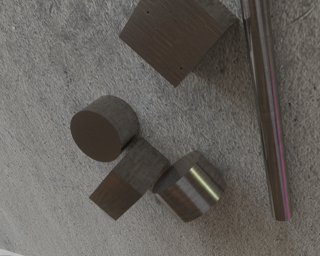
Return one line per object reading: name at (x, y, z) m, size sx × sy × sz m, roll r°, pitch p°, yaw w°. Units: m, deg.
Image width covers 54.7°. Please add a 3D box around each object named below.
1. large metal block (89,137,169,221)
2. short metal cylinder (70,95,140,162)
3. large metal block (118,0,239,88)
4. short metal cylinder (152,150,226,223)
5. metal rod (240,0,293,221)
large metal block at (-0.044, 0.072, 0.439) m, size 0.050 × 0.080 × 0.080 m, roll 41°, pitch 129°, yaw 0°
short metal cylinder at (-0.076, 0.001, 0.431) m, size 0.080 × 0.050 × 0.079 m, roll 13°, pitch 124°, yaw 21°
large metal block at (0.018, -0.103, 0.318) m, size 0.080 × 0.050 × 0.080 m, roll 42°, pitch 129°, yaw -1°
short metal cylinder at (0.037, 0.074, 0.398) m, size 0.050 × 0.080 × 0.080 m, roll 49°, pitch 129°, yaw -7°
metal rod at (0.116, -0.021, 0.332) m, size 0.025 × 0.025 × 0.298 m, roll -2°, pitch 118°, yaw 29°
